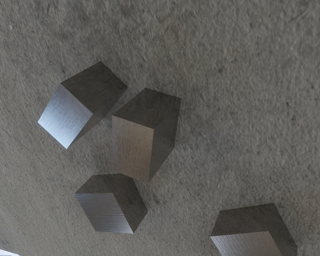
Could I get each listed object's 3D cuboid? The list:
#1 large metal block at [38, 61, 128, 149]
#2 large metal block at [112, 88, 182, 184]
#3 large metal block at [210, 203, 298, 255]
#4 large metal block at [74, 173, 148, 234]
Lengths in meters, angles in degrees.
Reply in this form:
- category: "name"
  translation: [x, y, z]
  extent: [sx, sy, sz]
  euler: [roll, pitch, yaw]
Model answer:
- category: "large metal block"
  translation: [-0.099, -0.031, 0.403]
  extent: [0.050, 0.080, 0.080]
  euler: [44, 129, -3]
- category: "large metal block"
  translation: [-0.016, 0.007, 0.383]
  extent: [0.050, 0.080, 0.079]
  euler: [19, 126, 17]
- category: "large metal block"
  translation: [0.128, 0.154, 0.418]
  extent: [0.080, 0.050, 0.080]
  euler: [-21, 108, 35]
- category: "large metal block"
  translation: [-0.078, 0.122, 0.506]
  extent: [0.080, 0.050, 0.080]
  euler: [-9, 114, 31]
